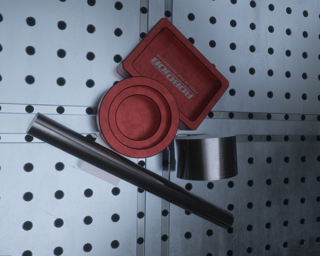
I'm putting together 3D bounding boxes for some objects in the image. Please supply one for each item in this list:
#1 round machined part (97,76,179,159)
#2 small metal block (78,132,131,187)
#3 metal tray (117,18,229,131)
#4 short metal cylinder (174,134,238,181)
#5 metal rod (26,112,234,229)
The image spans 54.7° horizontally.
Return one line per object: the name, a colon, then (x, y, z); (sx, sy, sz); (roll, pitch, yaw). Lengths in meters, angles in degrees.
round machined part: (-0.029, -0.013, 0.385); (0.099, 0.042, 0.097); (0, 90, -18)
small metal block: (-0.067, 0.038, 0.389); (0.050, 0.025, 0.050); (30, 80, -18)
metal tray: (0.020, -0.069, 0.418); (0.130, 0.030, 0.090); (42, 76, -15)
short metal cylinder: (0.059, 0.036, 0.405); (0.081, 0.080, 0.050); (-4, 92, -20)
metal rod: (-0.017, 0.065, 0.386); (0.301, 0.025, 0.025); (32, 80, -26)
